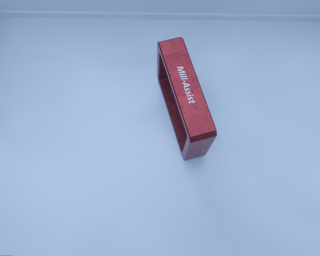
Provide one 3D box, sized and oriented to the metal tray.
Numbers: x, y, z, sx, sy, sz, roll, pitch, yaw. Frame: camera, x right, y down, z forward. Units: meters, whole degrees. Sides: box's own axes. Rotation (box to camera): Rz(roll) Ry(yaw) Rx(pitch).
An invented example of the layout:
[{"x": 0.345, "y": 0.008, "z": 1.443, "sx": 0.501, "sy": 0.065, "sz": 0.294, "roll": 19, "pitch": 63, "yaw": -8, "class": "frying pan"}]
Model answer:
[{"x": 0.028, "y": -0.033, "z": 0.385, "sx": 0.030, "sy": 0.090, "sz": 0.130, "roll": -15, "pitch": 71, "yaw": -6, "class": "metal tray"}]
